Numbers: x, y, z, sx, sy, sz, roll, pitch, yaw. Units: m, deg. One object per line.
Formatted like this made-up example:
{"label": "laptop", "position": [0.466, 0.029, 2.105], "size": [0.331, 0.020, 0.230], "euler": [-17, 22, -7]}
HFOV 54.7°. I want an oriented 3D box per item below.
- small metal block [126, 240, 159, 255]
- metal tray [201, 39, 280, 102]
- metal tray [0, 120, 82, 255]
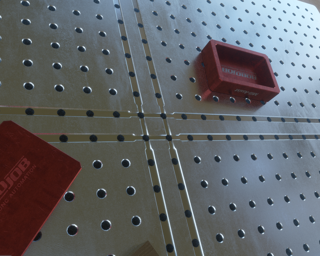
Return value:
{"label": "small metal block", "position": [-0.019, 0.150, 0.307], "size": [0.050, 0.025, 0.050], "euler": [-31, 79, -38]}
{"label": "metal tray", "position": [0.141, -0.099, 0.544], "size": [0.131, 0.030, 0.090], "euler": [7, 59, -25]}
{"label": "metal tray", "position": [-0.146, 0.065, 0.287], "size": [0.090, 0.030, 0.130], "euler": [33, 51, -7]}
